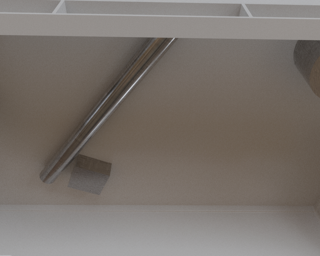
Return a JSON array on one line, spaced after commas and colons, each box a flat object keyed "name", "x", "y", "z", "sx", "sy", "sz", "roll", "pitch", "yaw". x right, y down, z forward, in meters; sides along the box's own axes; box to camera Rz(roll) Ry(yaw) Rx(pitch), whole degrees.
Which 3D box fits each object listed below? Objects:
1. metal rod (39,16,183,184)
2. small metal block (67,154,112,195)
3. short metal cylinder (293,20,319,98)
[{"name": "metal rod", "x": -0.078, "y": -0.016, "z": 0.394, "sx": 0.025, "sy": 0.025, "sz": 0.299, "roll": 31, "pitch": 123, "yaw": -24}, {"name": "small metal block", "x": -0.106, "y": 0.071, "z": 0.468, "sx": 0.050, "sy": 0.025, "sz": 0.050, "roll": 19, "pitch": 128, "yaw": -16}, {"name": "short metal cylinder", "x": 0.193, "y": -0.075, "z": 0.332, "sx": 0.081, "sy": 0.050, "sz": 0.079, "roll": 0, "pitch": 130, "yaw": 0}]
